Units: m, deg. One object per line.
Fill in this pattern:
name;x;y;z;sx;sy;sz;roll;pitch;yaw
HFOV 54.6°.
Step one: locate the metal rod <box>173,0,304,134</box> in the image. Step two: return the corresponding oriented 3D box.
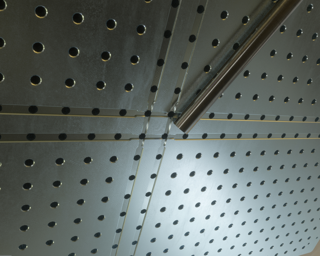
metal rod;0.124;-0.113;0.408;0.299;0.025;0.025;-50;129;7
